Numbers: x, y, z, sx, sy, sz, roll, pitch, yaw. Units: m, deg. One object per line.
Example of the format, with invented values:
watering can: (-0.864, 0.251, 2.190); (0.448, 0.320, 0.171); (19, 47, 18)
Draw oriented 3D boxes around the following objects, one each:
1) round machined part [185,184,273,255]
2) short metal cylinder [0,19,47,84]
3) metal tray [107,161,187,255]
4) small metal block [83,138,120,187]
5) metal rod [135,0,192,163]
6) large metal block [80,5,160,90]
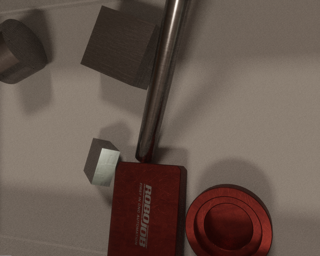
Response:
round machined part: (0.083, 0.116, 0.372); (0.098, 0.042, 0.097); (0, 90, 19)
short metal cylinder: (-0.216, -0.111, 0.456); (0.050, 0.080, 0.080); (-23, 83, 18)
metal tray: (-0.016, 0.111, 0.403); (0.090, 0.030, 0.129); (2, 82, 19)
small metal block: (-0.081, 0.046, 0.423); (0.050, 0.025, 0.050); (29, 103, 61)
metal rod: (0.008, -0.082, 0.338); (0.025, 0.025, 0.298); (26, 125, 18)
large metal block: (-0.046, -0.105, 0.413); (0.080, 0.050, 0.080); (25, 98, 18)
